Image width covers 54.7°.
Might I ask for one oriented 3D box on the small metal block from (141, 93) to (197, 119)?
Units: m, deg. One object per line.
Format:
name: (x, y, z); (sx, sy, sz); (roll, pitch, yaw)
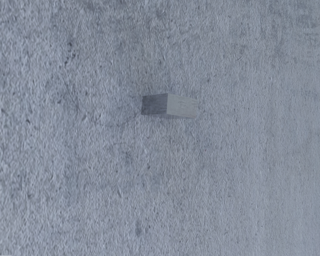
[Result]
small metal block: (0.012, -0.027, 0.401); (0.050, 0.050, 0.025); (7, 86, -40)
